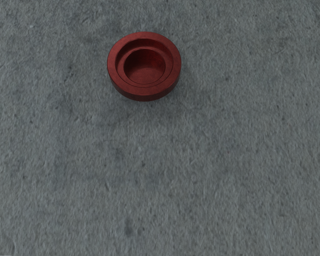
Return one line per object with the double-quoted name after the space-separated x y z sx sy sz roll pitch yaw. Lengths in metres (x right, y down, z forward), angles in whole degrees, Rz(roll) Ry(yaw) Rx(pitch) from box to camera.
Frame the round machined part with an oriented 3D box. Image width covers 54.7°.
-0.021 -0.080 0.428 0.099 0.042 0.098 0 70 -1 "round machined part"
